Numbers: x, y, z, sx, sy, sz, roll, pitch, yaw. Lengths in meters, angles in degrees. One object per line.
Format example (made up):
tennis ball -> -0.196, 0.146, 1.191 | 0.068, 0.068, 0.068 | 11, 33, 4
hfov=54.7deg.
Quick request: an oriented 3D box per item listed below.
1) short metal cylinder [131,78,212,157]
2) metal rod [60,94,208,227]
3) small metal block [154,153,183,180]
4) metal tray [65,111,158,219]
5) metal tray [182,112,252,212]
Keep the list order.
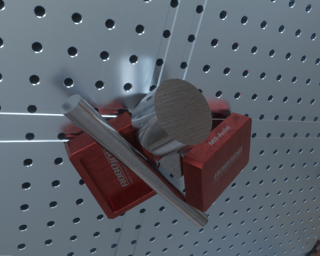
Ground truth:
short metal cylinder -> 0.014, -0.011, 0.364 | 0.081, 0.080, 0.050 | 8, 156, -32
metal rod -> -0.011, 0.062, 0.400 | 0.025, 0.025, 0.300 | -42, 130, 0
small metal block -> 0.010, 0.035, 0.417 | 0.025, 0.050, 0.050 | -42, 130, 0
metal tray -> -0.053, 0.053, 0.406 | 0.090, 0.030, 0.129 | -28, 128, -11
metal tray -> 0.086, 0.046, 0.446 | 0.131, 0.030, 0.089 | -37, 134, -36
